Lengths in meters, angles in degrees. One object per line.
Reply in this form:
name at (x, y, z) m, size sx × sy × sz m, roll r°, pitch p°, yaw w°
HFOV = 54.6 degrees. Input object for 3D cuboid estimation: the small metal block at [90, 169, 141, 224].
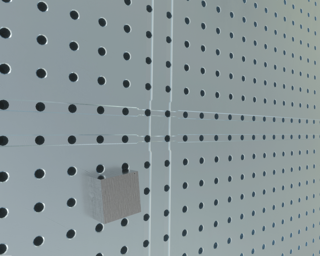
small metal block at (-0.052, 0.079, 0.365) m, size 0.050 × 0.025 × 0.050 m, roll -7°, pitch 95°, yaw -40°
